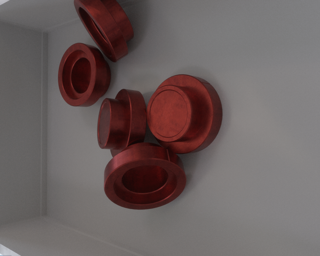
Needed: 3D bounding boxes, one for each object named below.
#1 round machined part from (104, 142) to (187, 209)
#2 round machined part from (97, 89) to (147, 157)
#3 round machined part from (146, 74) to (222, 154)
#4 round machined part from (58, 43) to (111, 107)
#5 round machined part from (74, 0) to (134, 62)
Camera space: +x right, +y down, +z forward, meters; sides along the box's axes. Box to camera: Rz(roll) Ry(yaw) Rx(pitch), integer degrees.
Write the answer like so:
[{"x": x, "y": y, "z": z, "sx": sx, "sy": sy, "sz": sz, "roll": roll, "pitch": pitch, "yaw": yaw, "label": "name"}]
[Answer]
[{"x": -0.019, "y": 0.056, "z": 0.384, "sx": 0.098, "sy": 0.099, "sz": 0.042, "roll": -48, "pitch": 32, "yaw": 29, "label": "round machined part"}, {"x": -0.056, "y": -0.004, "z": 0.418, "sx": 0.098, "sy": 0.042, "sz": 0.097, "roll": -174, "pitch": 90, "yaw": -66, "label": "round machined part"}, {"x": 0.022, "y": -0.017, "z": 0.377, "sx": 0.098, "sy": 0.042, "sz": 0.097, "roll": 0, "pitch": 90, "yaw": 40, "label": "round machined part"}, {"x": -0.116, "y": -0.082, "z": 0.492, "sx": 0.098, "sy": 0.042, "sz": 0.097, "roll": 0, "pitch": 90, "yaw": 40, "label": "round machined part"}, {"x": -0.073, "y": -0.145, "z": 0.433, "sx": 0.042, "sy": 0.098, "sz": 0.098, "roll": -37, "pitch": 60, "yaw": -11, "label": "round machined part"}]
